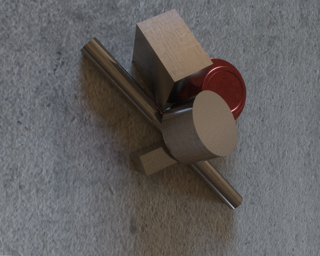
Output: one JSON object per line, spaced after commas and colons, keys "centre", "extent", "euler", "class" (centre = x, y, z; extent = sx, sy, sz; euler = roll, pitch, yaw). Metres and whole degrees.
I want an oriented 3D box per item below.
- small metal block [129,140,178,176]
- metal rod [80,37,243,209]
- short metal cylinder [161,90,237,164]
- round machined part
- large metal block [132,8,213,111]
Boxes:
{"centre": [-0.007, 0.036, 0.396], "extent": [0.050, 0.050, 0.025], "euler": [-23, 97, -19], "class": "small metal block"}
{"centre": [0.011, 0.003, 0.416], "extent": [0.025, 0.025, 0.300], "euler": [-47, 105, -14], "class": "metal rod"}
{"centre": [0.049, 0.000, 0.376], "extent": [0.080, 0.050, 0.080], "euler": [18, 62, -38], "class": "short metal cylinder"}
{"centre": [0.080, -0.049, 0.431], "extent": [0.099, 0.042, 0.097], "euler": [0, 90, -21], "class": "round machined part"}
{"centre": [0.010, -0.079, 0.374], "extent": [0.050, 0.080, 0.080], "euler": [-28, 78, -17], "class": "large metal block"}
